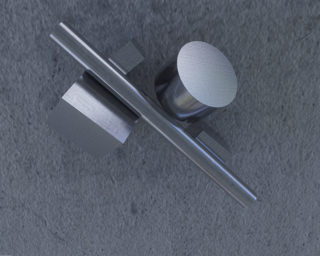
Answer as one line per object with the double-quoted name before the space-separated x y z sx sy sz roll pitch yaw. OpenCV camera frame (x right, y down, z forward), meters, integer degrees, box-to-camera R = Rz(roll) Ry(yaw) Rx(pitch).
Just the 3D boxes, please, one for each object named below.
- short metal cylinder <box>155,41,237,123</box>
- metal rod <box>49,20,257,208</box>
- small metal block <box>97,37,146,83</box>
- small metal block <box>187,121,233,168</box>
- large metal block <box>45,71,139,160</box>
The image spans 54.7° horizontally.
"short metal cylinder" 0.041 -0.052 0.357 0.080 0.080 0.050 37 147 -13
"metal rod" 0.003 -0.005 0.356 0.300 0.025 0.025 41 105 -14
"small metal block" -0.044 -0.080 0.368 0.050 0.050 0.025 -37 106 12
"small metal block" 0.062 0.018 0.402 0.050 0.050 0.025 39 105 -14
"large metal block" -0.080 -0.013 0.373 0.080 0.050 0.080 39 146 -14
